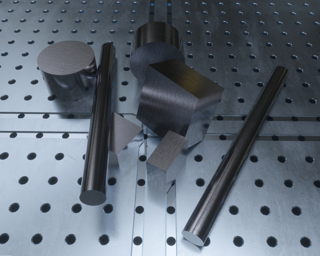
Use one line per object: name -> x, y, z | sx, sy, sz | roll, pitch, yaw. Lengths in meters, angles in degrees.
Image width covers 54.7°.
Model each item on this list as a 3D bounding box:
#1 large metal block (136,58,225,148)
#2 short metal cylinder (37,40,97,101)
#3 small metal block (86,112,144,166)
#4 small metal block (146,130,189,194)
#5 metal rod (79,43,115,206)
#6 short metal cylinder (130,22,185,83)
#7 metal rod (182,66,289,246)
large metal block -> 0.022, -0.030, 0.390 | 0.080, 0.079, 0.050 | 38, 42, 27
short metal cylinder -> -0.135, -0.086, 0.463 | 0.080, 0.050, 0.080 | 0, 50, 0
small metal block -> -0.056, 0.013, 0.396 | 0.050, 0.025, 0.050 | 29, 56, 22
small metal block -> 0.009, 0.040, 0.358 | 0.025, 0.050, 0.050 | 24, 55, 19
metal rod -> -0.075, -0.032, 0.405 | 0.025, 0.025, 0.300 | -3, 41, -3
short metal cylinder -> -0.004, -0.110, 0.464 | 0.081, 0.080, 0.050 | -1, 50, -1
metal rod -> 0.110, 0.013, 0.397 | 0.025, 0.025, 0.301 | 25, 54, 19
